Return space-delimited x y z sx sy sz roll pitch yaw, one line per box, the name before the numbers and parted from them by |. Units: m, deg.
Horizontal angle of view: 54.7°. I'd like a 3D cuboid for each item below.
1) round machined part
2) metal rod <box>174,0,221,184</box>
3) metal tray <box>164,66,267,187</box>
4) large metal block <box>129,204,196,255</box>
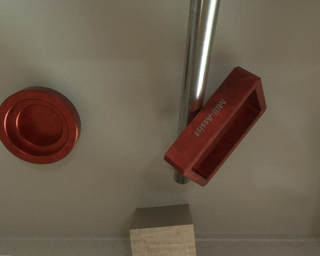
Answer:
round machined part | -0.151 -0.006 0.398 0.099 0.042 0.097 0 110 -1
metal rod | 0.035 -0.034 0.332 0.025 0.025 0.298 1 136 -1
metal tray | 0.070 0.003 0.363 0.030 0.090 0.130 38 88 30
large metal block | 0.005 0.146 0.430 0.080 0.080 0.050 -6 94 1
